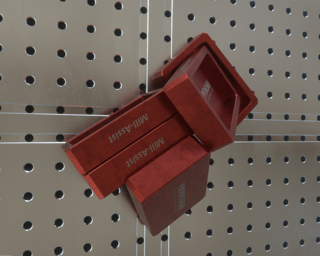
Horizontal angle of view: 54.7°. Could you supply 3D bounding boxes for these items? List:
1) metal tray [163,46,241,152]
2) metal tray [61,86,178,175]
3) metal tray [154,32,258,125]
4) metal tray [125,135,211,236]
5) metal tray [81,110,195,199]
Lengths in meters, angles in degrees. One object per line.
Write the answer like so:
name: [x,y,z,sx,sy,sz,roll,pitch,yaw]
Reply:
metal tray: [0.057,-0.041,0.375,0.090,0.030,0.130,52,30,-13]
metal tray: [-0.048,0.000,0.361,0.131,0.090,0.030,-34,102,-17]
metal tray: [0.067,-0.054,0.435,0.090,0.030,0.130,-46,105,-15]
metal tray: [0.014,0.074,0.370,0.090,0.129,0.030,-34,60,-17]
metal tray: [-0.031,0.025,0.366,0.131,0.090,0.030,-34,102,-17]
